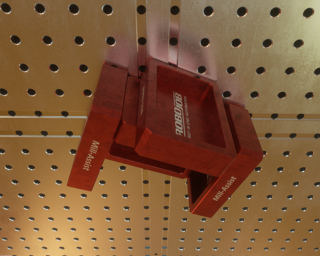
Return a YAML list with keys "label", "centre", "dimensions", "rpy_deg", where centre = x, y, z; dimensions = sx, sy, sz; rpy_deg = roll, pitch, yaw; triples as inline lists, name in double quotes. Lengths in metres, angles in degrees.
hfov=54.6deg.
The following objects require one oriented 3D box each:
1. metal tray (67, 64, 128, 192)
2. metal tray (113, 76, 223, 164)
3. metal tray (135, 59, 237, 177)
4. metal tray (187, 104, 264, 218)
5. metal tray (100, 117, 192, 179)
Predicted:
- label: "metal tray"
  centre: [-0.075, 0.001, 0.369]
  dimensions: [0.030, 0.090, 0.129]
  rpy_deg: [17, 128, -14]
- label: "metal tray"
  centre: [0.016, -0.007, 0.363]
  dimensions: [0.131, 0.090, 0.030]
  rpy_deg: [17, 128, -14]
- label: "metal tray"
  centre: [0.024, -0.016, 0.328]
  dimensions: [0.091, 0.130, 0.030]
  rpy_deg: [17, 128, -15]
- label: "metal tray"
  centre: [0.077, 0.044, 0.406]
  dimensions: [0.030, 0.090, 0.129]
  rpy_deg: [17, 128, -14]
- label: "metal tray"
  centre: [-0.006, 0.017, 0.422]
  dimensions: [0.131, 0.030, 0.089]
  rpy_deg: [17, 128, -15]
